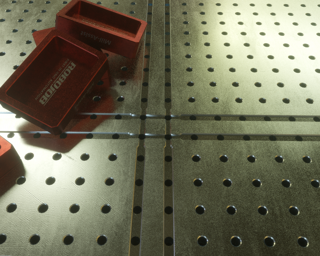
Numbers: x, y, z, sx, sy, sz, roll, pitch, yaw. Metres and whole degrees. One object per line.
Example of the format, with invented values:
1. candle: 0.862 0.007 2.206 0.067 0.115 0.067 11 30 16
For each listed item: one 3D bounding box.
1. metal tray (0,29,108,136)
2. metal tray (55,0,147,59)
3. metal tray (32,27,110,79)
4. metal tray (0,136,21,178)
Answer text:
1. metal tray: -0.143 -0.065 0.425 0.090 0.030 0.130 28 66 3
2. metal tray: -0.093 -0.166 0.510 0.131 0.030 0.090 18 40 -5
3. metal tray: -0.146 -0.121 0.504 0.091 0.030 0.130 -20 53 -17
4. metal tray: -0.246 0.050 0.359 0.090 0.030 0.131 30 56 22
